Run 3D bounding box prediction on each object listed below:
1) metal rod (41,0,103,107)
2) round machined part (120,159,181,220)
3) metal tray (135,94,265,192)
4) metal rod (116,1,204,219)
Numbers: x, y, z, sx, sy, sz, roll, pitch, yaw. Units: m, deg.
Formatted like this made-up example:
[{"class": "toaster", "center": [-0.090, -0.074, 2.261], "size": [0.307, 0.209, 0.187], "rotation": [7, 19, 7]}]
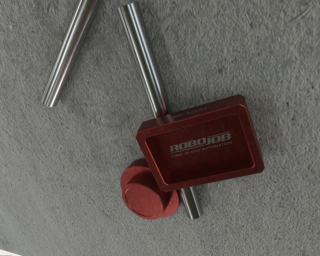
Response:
[{"class": "metal rod", "center": [-0.093, -0.131, 0.372], "size": [0.025, 0.025, 0.298], "rotation": [40, 129, 1]}, {"class": "round machined part", "center": [-0.017, 0.098, 0.464], "size": [0.098, 0.042, 0.097], "rotation": [13, 124, 20]}, {"class": "metal tray", "center": [0.048, 0.022, 0.370], "size": [0.130, 0.030, 0.090], "rotation": [-16, 112, 19]}, {"class": "metal rod", "center": [0.008, -0.005, 0.398], "size": [0.025, 0.025, 0.298], "rotation": [-5, 116, 30]}]
